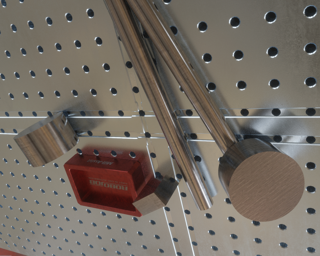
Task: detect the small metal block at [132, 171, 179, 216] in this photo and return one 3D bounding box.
[{"bbox_3d":[-0.006,0.096,0.456,0.050,0.050,0.025,-35,99,38],"label":"small metal block"}]

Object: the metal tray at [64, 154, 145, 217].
[{"bbox_3d":[-0.087,0.093,0.509,0.130,0.030,0.089,3,120,26],"label":"metal tray"}]

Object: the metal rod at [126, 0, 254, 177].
[{"bbox_3d":[0.027,-0.066,0.355,0.025,0.025,0.299,-24,106,36],"label":"metal rod"}]

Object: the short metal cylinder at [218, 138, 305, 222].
[{"bbox_3d":[0.111,0.057,0.349,0.081,0.050,0.079,-1,103,-2],"label":"short metal cylinder"}]

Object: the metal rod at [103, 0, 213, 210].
[{"bbox_3d":[0.006,-0.019,0.394,0.025,0.025,0.299,-12,113,33],"label":"metal rod"}]

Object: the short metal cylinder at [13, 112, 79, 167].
[{"bbox_3d":[-0.172,0.016,0.474,0.080,0.080,0.050,-15,111,34],"label":"short metal cylinder"}]
